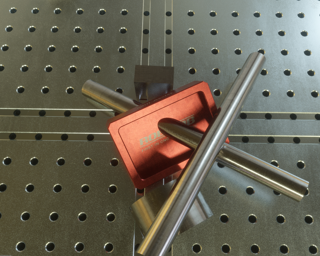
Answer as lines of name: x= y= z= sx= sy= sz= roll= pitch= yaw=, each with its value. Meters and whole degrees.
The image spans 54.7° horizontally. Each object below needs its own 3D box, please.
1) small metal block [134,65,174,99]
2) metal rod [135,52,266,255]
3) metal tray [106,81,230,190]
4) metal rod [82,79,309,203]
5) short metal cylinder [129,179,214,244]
small metal block: x=-0.007 y=-0.061 z=0.421 sx=0.050 sy=0.050 sz=0.025 roll=3 pitch=70 yaw=1
metal rod: x=0.062 y=0.010 z=0.347 sx=0.025 sy=0.025 sz=0.301 roll=29 pitch=57 yaw=10
metal tray: x=0.011 y=0.007 z=0.383 sx=0.131 sy=0.030 sz=0.090 roll=-25 pitch=104 yaw=-9
metal rod: x=0.027 y=0.007 z=0.382 sx=0.301 sy=0.025 sz=0.025 roll=26 pitch=72 yaw=19
short metal cylinder: x=0.013 y=0.094 z=0.348 sx=0.080 sy=0.080 sz=0.050 roll=-26 pitch=72 yaw=-10
